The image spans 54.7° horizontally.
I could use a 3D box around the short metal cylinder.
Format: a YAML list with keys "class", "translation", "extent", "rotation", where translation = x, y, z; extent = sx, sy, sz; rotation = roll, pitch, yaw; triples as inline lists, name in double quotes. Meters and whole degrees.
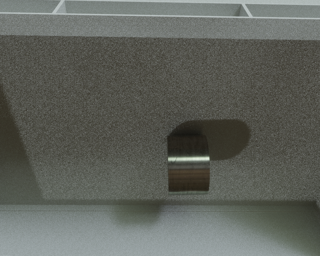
- class: "short metal cylinder"
  translation: [0.036, 0.049, 0.416]
  extent: [0.050, 0.080, 0.079]
  rotation: [-1, 130, 1]
